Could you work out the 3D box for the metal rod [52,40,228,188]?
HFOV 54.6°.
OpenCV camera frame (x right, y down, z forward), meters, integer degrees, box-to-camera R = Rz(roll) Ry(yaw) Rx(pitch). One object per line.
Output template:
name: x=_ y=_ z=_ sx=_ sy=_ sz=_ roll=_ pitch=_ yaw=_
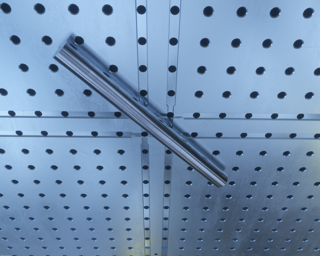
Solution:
metal rod: x=-0.007 y=-0.002 z=0.410 sx=0.025 sy=0.025 sz=0.301 roll=-35 pitch=122 yaw=26
